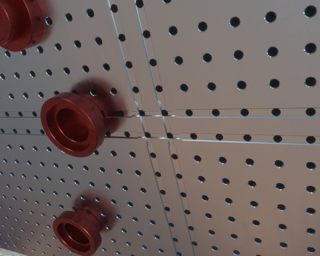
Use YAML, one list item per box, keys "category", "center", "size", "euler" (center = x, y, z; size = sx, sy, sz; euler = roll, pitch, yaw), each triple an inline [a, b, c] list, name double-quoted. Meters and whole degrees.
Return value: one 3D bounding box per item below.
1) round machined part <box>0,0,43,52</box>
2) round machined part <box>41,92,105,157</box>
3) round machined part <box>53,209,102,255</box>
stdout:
- category: "round machined part"
  center: [-0.211, -0.150, 0.416]
  size: [0.098, 0.042, 0.097]
  euler: [13, 124, 20]
- category: "round machined part"
  center: [-0.123, -0.008, 0.458]
  size: [0.098, 0.042, 0.097]
  euler: [13, 124, 20]
- category: "round machined part"
  center: [-0.155, 0.198, 0.601]
  size: [0.098, 0.042, 0.097]
  euler: [13, 124, 20]
